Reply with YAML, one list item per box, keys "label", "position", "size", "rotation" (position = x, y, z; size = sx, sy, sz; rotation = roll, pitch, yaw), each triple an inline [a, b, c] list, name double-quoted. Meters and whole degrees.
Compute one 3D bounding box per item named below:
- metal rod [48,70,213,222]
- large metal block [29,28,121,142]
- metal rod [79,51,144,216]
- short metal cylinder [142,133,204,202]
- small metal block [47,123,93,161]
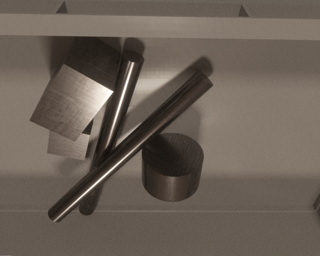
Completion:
- label: "metal rod"
  position: [-0.051, 0.035, 0.411]
  size: [0.025, 0.025, 0.299]
  rotation: [37, 112, -28]
- label: "large metal block"
  position: [-0.088, -0.047, 0.332]
  size: [0.050, 0.080, 0.080]
  rotation: [29, 124, -23]
- label: "metal rod"
  position: [-0.077, 0.029, 0.432]
  size: [0.025, 0.025, 0.298]
  rotation: [14, 129, -12]
- label: "short metal cylinder"
  position: [0.016, 0.052, 0.417]
  size: [0.081, 0.080, 0.050]
  rotation: [1, 130, -2]
- label: "small metal block"
  position: [-0.122, 0.014, 0.419]
  size: [0.050, 0.025, 0.050]
  rotation: [13, 129, -12]
